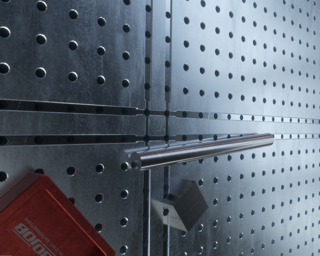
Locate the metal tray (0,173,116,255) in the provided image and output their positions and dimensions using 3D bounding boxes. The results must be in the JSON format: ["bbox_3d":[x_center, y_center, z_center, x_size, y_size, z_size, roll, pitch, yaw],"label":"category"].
[{"bbox_3d":[-0.114,0.120,0.309,0.090,0.030,0.130,-47,118,-30],"label":"metal tray"}]

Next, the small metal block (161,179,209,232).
[{"bbox_3d":[0.036,0.109,0.439,0.050,0.025,0.050,-41,115,-32],"label":"small metal block"}]

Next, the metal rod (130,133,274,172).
[{"bbox_3d":[0.085,0.032,0.480,0.302,0.025,0.025,-5,93,-40],"label":"metal rod"}]
